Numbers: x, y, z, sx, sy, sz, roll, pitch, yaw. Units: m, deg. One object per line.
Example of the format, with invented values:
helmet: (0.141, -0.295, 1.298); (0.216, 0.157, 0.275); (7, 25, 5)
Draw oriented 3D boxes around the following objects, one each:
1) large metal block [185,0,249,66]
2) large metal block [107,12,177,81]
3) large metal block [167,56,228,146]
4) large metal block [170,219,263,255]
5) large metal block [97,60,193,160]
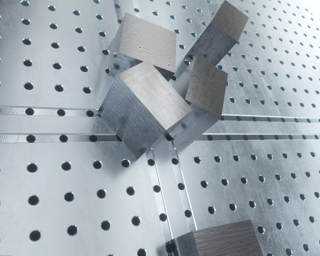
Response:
large metal block: (0.095, -0.153, 0.520); (0.050, 0.080, 0.080); (35, 51, -6)
large metal block: (-0.024, -0.107, 0.446); (0.081, 0.050, 0.080); (16, 55, -19)
large metal block: (0.044, -0.035, 0.419); (0.050, 0.080, 0.080); (26, 52, -13)
large metal block: (0.067, 0.152, 0.338); (0.081, 0.050, 0.080); (0, 62, -29)
large metal block: (-0.021, -0.021, 0.376); (0.080, 0.080, 0.050); (49, 51, 6)
